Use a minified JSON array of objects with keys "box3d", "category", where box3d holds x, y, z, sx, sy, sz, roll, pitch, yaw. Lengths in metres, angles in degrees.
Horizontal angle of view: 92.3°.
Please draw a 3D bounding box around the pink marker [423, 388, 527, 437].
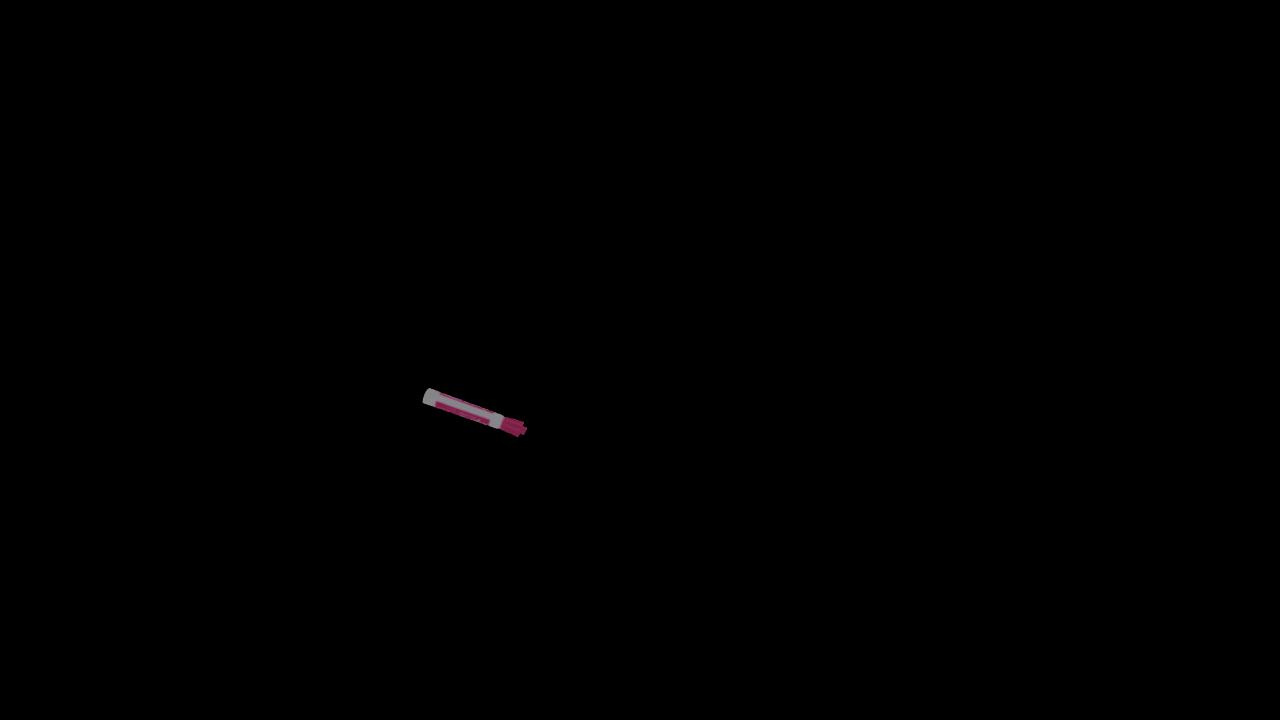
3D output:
[{"box3d":[-0.189,0.061,0.707,0.121,0.020,0.020,21,-1,-3],"category":"pink marker"}]
